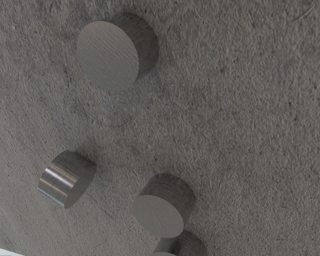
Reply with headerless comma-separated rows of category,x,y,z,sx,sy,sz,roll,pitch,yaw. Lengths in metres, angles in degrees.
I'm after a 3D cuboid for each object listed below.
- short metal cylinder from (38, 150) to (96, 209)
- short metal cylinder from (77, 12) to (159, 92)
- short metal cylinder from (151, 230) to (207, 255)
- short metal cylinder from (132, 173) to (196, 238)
short metal cylinder,-0.148,0.082,0.501,0.050,0.080,0.079,31,128,8
short metal cylinder,-0.048,-0.089,0.361,0.080,0.050,0.079,13,124,21
short metal cylinder,0.030,0.212,0.506,0.080,0.050,0.079,13,124,21
short metal cylinder,0.007,0.114,0.458,0.080,0.050,0.079,13,124,21
